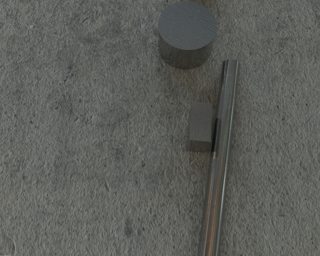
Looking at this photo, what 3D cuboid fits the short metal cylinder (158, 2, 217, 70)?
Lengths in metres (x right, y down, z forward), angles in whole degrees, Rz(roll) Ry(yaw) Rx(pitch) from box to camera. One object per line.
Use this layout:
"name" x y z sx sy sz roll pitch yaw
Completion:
"short metal cylinder" 0.037 -0.131 0.443 0.081 0.050 0.080 0 70 0

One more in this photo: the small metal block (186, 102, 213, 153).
"small metal block" 0.050 0.000 0.395 0.025 0.050 0.050 5 70 2

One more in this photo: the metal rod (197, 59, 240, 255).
"metal rod" 0.075 0.047 0.391 0.025 0.025 0.299 10 70 3
